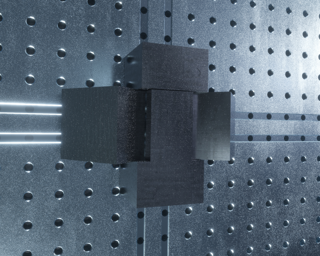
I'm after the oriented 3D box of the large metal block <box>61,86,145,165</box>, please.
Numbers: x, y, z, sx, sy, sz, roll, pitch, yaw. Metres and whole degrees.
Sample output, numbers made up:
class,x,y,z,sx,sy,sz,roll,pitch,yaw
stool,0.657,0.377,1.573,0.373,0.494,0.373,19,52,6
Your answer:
class,x,y,z,sx,sy,sz,roll,pitch,yaw
large metal block,-0.065,-0.004,0.353,0.050,0.080,0.079,0,91,-60

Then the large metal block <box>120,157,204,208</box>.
class,x,y,z,sx,sy,sz,roll,pitch,yaw
large metal block,-0.001,0.061,0.383,0.081,0.080,0.050,1,90,-20

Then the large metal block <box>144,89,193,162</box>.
class,x,y,z,sx,sy,sz,roll,pitch,yaw
large metal block,0.000,-0.002,0.383,0.050,0.080,0.079,1,90,-20

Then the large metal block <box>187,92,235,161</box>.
class,x,y,z,sx,sy,sz,roll,pitch,yaw
large metal block,0.069,-0.002,0.401,0.050,0.080,0.079,1,89,17

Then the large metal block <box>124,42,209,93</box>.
class,x,y,z,sx,sy,sz,roll,pitch,yaw
large metal block,0.005,-0.068,0.385,0.081,0.080,0.050,1,90,-20
